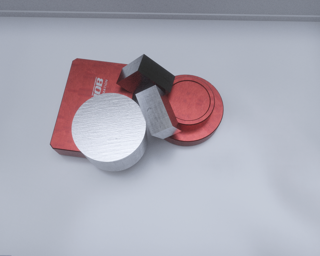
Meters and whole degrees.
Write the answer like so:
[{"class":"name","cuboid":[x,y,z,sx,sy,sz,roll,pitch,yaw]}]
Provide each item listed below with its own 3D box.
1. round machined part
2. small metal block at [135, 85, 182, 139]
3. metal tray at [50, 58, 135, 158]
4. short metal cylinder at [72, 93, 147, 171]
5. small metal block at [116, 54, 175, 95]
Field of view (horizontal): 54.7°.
[{"class":"round machined part","cuboid":[0.035,-0.029,0.409,0.099,0.042,0.098,0,70,-1]},{"class":"small metal block","cuboid":[0.000,-0.017,0.359,0.025,0.050,0.050,-24,78,11]},{"class":"metal tray","cuboid":[-0.082,-0.025,0.411,0.091,0.030,0.130,7,70,2]},{"class":"short metal cylinder","cuboid":[-0.056,0.006,0.360,0.081,0.050,0.080,0,70,0]},{"class":"small metal block","cuboid":[-0.018,-0.060,0.389,0.050,0.050,0.025,31,62,-28]}]
